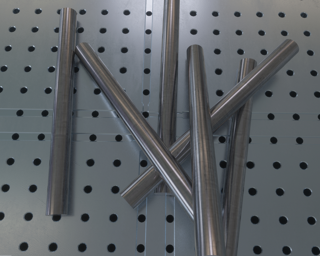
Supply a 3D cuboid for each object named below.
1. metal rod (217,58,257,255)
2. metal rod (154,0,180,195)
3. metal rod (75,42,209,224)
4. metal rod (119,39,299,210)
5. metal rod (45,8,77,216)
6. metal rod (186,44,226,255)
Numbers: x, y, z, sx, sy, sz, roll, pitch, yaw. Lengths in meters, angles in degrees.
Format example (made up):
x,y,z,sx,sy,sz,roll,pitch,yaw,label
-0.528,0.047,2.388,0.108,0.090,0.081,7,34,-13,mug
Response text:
x,y,z,sx,sy,sz,roll,pitch,yaw,label
0.098,0.044,0.396,0.025,0.025,0.299,11,70,4,metal rod
0.012,-0.059,0.433,0.025,0.025,0.299,2,70,1,metal rod
-0.034,-0.012,0.378,0.025,0.025,0.300,-31,59,-11,metal rod
0.071,-0.014,0.389,0.301,0.025,0.025,-42,75,-14,metal rod
-0.132,-0.035,0.424,0.025,0.025,0.299,-3,70,-1,metal rod
0.046,-0.002,0.353,0.025,0.025,0.300,2,47,1,metal rod
